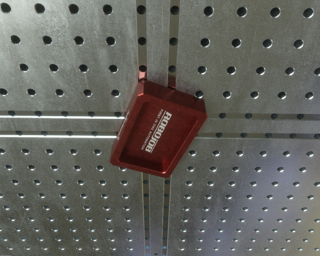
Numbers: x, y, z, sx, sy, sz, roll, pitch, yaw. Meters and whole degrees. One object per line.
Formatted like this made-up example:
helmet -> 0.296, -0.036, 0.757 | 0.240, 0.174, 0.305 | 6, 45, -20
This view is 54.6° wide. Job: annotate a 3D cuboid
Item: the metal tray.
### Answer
metal tray -> -0.006, 0.007, 0.414 | 0.091, 0.030, 0.129 | 16, 129, -14
